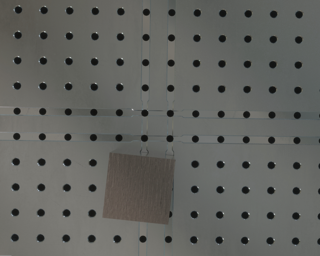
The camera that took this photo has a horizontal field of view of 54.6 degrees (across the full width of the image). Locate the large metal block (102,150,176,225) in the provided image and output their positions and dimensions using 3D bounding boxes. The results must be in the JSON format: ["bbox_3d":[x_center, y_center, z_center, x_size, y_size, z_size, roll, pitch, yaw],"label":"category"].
[{"bbox_3d":[-0.025,0.073,0.401,0.080,0.050,0.080,6,90,0],"label":"large metal block"}]
